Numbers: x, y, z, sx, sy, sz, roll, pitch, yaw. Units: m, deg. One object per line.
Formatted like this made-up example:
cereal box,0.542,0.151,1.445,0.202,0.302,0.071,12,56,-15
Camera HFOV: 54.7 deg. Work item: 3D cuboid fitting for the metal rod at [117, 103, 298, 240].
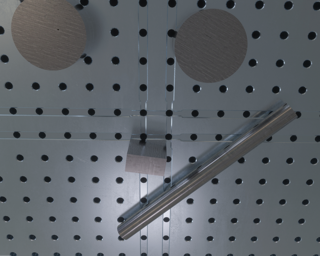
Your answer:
metal rod,0.058,0.068,0.438,0.300,0.025,0.025,-39,106,13

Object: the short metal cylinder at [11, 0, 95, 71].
short metal cylinder,-0.120,-0.111,0.358,0.081,0.050,0.079,0,110,0

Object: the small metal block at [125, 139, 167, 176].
small metal block,-0.018,0.038,0.414,0.050,0.050,0.025,8,110,-3

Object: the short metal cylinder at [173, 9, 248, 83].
short metal cylinder,0.056,-0.098,0.365,0.081,0.050,0.079,0,110,0
